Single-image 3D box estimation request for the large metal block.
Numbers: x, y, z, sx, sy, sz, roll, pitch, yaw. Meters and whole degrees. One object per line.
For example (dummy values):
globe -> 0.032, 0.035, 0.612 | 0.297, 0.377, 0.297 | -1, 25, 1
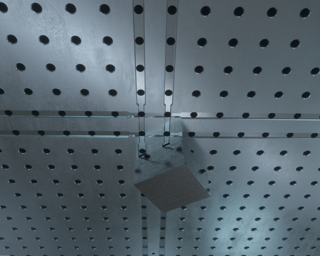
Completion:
large metal block -> 0.018, 0.073, 0.458 | 0.080, 0.050, 0.080 | -25, 126, 19
